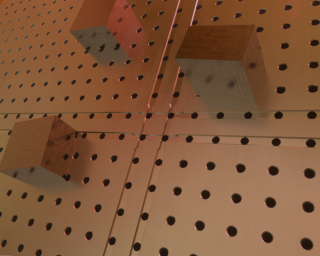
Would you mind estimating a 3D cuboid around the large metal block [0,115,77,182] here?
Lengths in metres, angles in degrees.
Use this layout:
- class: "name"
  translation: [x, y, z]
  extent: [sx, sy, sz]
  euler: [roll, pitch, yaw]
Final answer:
- class: "large metal block"
  translation: [-0.182, 0.033, 0.465]
  extent: [0.080, 0.050, 0.080]
  euler: [-9, 58, 23]

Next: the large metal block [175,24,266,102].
- class: "large metal block"
  translation: [0.077, -0.078, 0.380]
  extent: [0.080, 0.080, 0.050]
  euler: [10, 67, 32]

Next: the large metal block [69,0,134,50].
- class: "large metal block"
  translation: [-0.105, -0.193, 0.564]
  extent: [0.080, 0.050, 0.080]
  euler: [2, 63, 28]
